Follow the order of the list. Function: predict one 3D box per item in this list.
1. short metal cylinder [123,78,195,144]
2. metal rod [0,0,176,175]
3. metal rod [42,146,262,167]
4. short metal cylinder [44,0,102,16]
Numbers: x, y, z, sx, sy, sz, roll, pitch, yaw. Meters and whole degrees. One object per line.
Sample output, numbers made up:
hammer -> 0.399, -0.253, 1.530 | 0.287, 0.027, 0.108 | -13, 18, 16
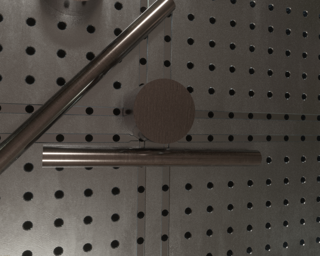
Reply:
short metal cylinder -> -0.002, -0.021, 0.400 | 0.081, 0.050, 0.079 | 0, 90, -21
metal rod -> -0.088, -0.063, 0.380 | 0.025, 0.025, 0.301 | 47, 75, -15
metal rod -> 0.004, 0.040, 0.415 | 0.303, 0.025, 0.025 | 2, 89, -21
short metal cylinder -> -0.101, -0.179, 0.362 | 0.081, 0.050, 0.079 | 0, 90, -20
